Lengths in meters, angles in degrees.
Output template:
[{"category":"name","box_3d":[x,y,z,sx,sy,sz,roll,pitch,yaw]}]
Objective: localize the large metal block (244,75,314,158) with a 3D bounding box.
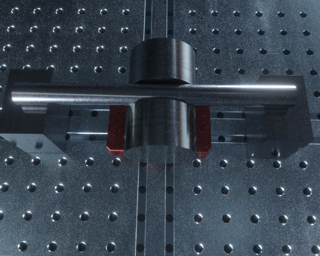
[{"category":"large metal block","box_3d":[0.142,-0.011,0.386,0.050,0.080,0.080,1,70,0]}]

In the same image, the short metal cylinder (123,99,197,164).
[{"category":"short metal cylinder","box_3d":[0.001,0.007,0.348,0.080,0.080,0.050,1,70,0]}]

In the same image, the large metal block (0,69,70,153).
[{"category":"large metal block","box_3d":[-0.151,-0.018,0.387,0.050,0.080,0.080,1,70,0]}]

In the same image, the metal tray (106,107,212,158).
[{"category":"metal tray","box_3d":[0.000,-0.008,0.412,0.131,0.030,0.090,1,70,0]}]

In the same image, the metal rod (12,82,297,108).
[{"category":"metal rod","box_3d":[-0.006,-0.036,0.339,0.302,0.025,0.025,1,70,0]}]

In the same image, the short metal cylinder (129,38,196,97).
[{"category":"short metal cylinder","box_3d":[0.003,-0.064,0.374,0.080,0.080,0.050,1,70,0]}]
